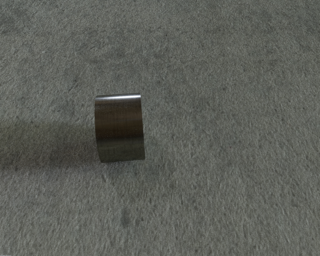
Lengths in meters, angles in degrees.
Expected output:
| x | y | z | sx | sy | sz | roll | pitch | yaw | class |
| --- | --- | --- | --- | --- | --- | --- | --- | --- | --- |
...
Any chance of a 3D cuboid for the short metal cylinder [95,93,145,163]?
| x | y | z | sx | sy | sz | roll | pitch | yaw | class |
| --- | --- | --- | --- | --- | --- | --- | --- | --- | --- |
| -0.046 | 0.000 | 0.367 | 0.050 | 0.080 | 0.080 | -4 | 50 | -4 | short metal cylinder |
